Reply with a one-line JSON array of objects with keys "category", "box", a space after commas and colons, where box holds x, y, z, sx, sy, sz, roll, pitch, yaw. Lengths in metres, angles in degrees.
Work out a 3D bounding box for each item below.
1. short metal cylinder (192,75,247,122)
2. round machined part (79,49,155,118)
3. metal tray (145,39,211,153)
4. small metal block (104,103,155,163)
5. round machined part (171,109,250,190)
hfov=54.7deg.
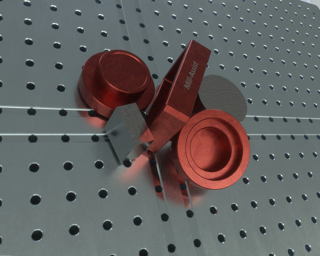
[{"category": "short metal cylinder", "box": [0.077, -0.030, 0.447, 0.081, 0.050, 0.080, 14, 56, -21]}, {"category": "round machined part", "box": [-0.051, -0.062, 0.402, 0.099, 0.042, 0.098, 14, 56, -21]}, {"category": "metal tray", "box": [0.018, -0.041, 0.396, 0.030, 0.090, 0.130, 29, 52, -10]}, {"category": "small metal block", "box": [-0.037, 0.006, 0.363, 0.025, 0.050, 0.050, -16, 71, -35]}, {"category": "round machined part", "box": [0.060, 0.028, 0.393, 0.099, 0.042, 0.097, 2, 82, -18]}]
